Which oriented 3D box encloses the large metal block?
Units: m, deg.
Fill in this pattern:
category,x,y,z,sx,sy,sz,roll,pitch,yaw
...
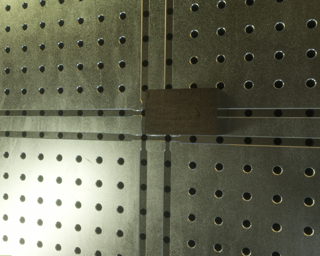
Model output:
category,x,y,z,sx,sy,sz,roll,pitch,yaw
large metal block,0.035,-0.018,0.371,0.080,0.080,0.050,1,91,19
